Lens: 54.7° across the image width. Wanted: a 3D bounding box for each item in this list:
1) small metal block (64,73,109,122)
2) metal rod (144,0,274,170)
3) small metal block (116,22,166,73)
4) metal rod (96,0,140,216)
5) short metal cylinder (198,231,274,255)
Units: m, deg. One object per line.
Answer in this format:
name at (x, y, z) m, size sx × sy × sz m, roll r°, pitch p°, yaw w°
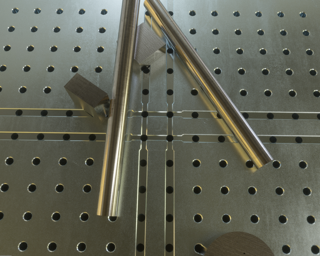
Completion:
small metal block at (-0.094, -0.039, 0.412) m, size 0.050 × 0.050 × 0.025 m, roll 35°, pitch 74°, yaw 11°
metal rod at (0.060, -0.076, 0.439) m, size 0.025 × 0.025 × 0.299 m, roll -28°, pitch 73°, yaw -10°
small metal block at (-0.027, -0.118, 0.455) m, size 0.050 × 0.025 × 0.050 m, roll -39°, pitch 75°, yaw -13°
metal rod at (-0.052, -0.040, 0.408) m, size 0.025 × 0.025 × 0.299 m, roll 4°, pitch 77°, yaw 1°
short metal cylinder at (0.083, 0.157, 0.342) m, size 0.081 × 0.050 × 0.080 m, roll 0°, pitch 70°, yaw 0°
